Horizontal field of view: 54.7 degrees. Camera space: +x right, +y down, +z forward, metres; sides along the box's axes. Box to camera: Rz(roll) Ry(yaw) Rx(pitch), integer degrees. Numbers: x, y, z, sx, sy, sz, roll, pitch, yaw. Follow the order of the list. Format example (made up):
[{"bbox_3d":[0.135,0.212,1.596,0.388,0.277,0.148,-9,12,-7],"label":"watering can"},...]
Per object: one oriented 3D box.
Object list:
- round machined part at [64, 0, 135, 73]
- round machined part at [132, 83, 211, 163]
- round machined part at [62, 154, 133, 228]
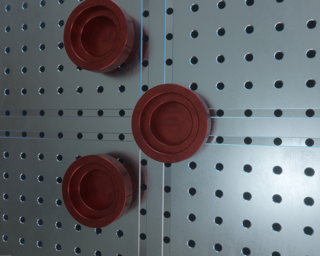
[{"bbox_3d":[-0.080,-0.125,0.431,0.098,0.042,0.097,0,90,19],"label":"round machined part"},{"bbox_3d":[0.017,-0.006,0.397,0.098,0.042,0.097,0,90,19],"label":"round machined part"},{"bbox_3d":[-0.082,0.084,0.431,0.098,0.042,0.097,0,90,19],"label":"round machined part"}]
